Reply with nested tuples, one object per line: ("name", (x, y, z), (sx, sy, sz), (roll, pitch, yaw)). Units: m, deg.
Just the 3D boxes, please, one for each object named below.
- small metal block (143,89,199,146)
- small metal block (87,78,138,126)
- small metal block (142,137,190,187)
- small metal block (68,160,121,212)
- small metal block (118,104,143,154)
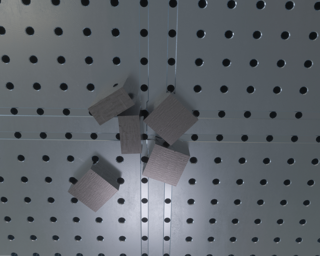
("small metal block", (0.014, -0.014, 0.408), (0.050, 0.025, 0.050), (42, 105, -14))
("small metal block", (-0.057, -0.034, 0.387), (0.050, 0.050, 0.025), (-30, 107, 10))
("small metal block", (0.008, 0.047, 0.431), (0.050, 0.025, 0.050), (20, 109, -8))
("small metal block", (-0.093, 0.084, 0.443), (0.050, 0.025, 0.050), (42, 105, -14))
("small metal block", (-0.036, 0.000, 0.400), (0.025, 0.050, 0.050), (-2, 110, 1))
